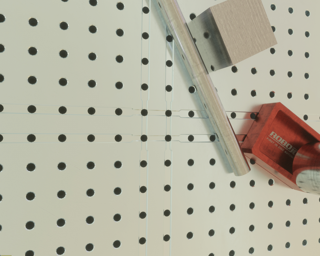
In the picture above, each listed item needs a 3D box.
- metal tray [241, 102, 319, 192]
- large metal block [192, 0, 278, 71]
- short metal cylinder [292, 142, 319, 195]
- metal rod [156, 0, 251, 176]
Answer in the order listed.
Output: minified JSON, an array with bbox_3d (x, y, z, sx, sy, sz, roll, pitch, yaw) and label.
[{"bbox_3d":[0.199,0.031,0.482,0.130,0.030,0.090,34,79,-17],"label":"metal tray"},{"bbox_3d":[0.106,-0.136,0.438,0.081,0.050,0.080,-27,99,-18],"label":"large metal block"},{"bbox_3d":[0.246,0.062,0.457,0.081,0.050,0.080,0,90,-20],"label":"short metal cylinder"},{"bbox_3d":[0.058,-0.068,0.433,0.025,0.025,0.299,-29,100,-18],"label":"metal rod"}]
